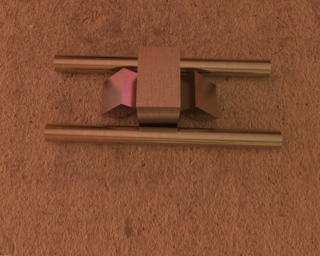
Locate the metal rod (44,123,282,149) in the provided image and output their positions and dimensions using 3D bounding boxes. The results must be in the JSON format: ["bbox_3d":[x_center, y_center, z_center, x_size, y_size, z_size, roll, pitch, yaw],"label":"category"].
[{"bbox_3d":[0.004,0.011,0.405,0.302,0.025,0.025,2,70,0],"label":"metal rod"}]

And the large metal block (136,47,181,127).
[{"bbox_3d":[-0.002,-0.048,0.400,0.050,0.080,0.080,1,70,0],"label":"large metal block"}]

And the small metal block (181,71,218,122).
[{"bbox_3d":[0.051,-0.040,0.410,0.025,0.050,0.050,-17,64,39],"label":"small metal block"}]

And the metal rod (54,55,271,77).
[{"bbox_3d":[0.004,-0.088,0.442,0.302,0.025,0.025,1,70,0],"label":"metal rod"}]

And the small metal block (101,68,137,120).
[{"bbox_3d":[-0.053,-0.044,0.410,0.025,0.050,0.050,16,65,-37],"label":"small metal block"}]
